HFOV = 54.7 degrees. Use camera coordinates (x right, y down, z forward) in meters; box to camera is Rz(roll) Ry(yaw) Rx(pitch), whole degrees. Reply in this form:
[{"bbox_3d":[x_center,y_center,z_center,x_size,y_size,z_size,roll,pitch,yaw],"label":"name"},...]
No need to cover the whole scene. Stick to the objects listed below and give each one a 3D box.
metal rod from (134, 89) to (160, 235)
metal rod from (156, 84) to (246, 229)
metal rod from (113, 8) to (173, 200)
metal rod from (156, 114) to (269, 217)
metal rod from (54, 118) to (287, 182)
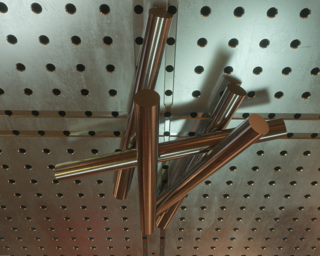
[{"bbox_3d":[-0.016,0.069,0.406,0.025,0.025,0.298,1,139,-1],"label":"metal rod"},{"bbox_3d":[0.048,0.062,0.465,0.025,0.025,0.298,13,129,-12],"label":"metal rod"},{"bbox_3d":[-0.031,-0.005,0.406,0.025,0.025,0.298,9,130,-8],"label":"metal rod"},{"bbox_3d":[0.041,0.073,0.427,0.025,0.025,0.298,19,142,-16],"label":"metal rod"},{"bbox_3d":[0.006,0.031,0.403,0.301,0.025,0.025,-12,129,9],"label":"metal rod"}]
